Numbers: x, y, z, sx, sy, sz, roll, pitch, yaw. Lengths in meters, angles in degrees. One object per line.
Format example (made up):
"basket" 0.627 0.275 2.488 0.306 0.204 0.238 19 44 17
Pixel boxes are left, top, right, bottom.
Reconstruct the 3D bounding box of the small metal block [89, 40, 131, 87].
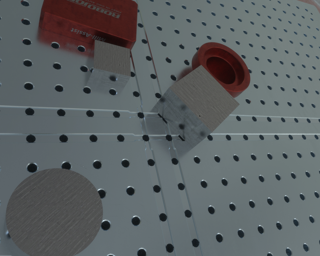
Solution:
"small metal block" -0.069 -0.088 0.426 0.050 0.025 0.050 9 58 -24

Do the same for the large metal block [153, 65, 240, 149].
"large metal block" 0.053 -0.032 0.442 0.080 0.050 0.080 47 51 4

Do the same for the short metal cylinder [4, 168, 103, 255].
"short metal cylinder" -0.100 0.084 0.288 0.081 0.050 0.080 14 56 -21

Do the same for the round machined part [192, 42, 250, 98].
"round machined part" 0.094 -0.088 0.504 0.099 0.042 0.098 14 56 -21

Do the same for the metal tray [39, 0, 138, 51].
"metal tray" -0.100 -0.168 0.455 0.131 0.030 0.090 13 56 -21
